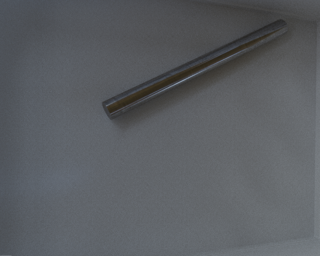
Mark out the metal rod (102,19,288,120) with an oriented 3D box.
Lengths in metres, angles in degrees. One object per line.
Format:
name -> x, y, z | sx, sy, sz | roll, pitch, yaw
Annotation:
metal rod -> 0.061, -0.088, 0.432 | 0.302, 0.025, 0.025 | -28, 99, -18
